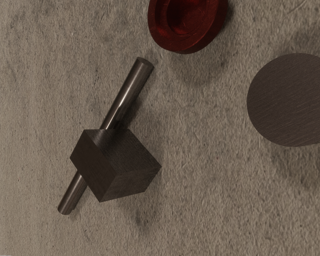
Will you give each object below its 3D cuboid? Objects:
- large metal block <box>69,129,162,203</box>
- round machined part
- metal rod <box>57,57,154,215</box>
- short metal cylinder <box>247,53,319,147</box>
[{"bbox_3d":[-0.059,0.046,0.416,0.080,0.081,0.050,47,118,29],"label":"large metal block"},{"bbox_3d":[0.036,-0.135,0.363,0.098,0.042,0.097,0,90,39],"label":"round machined part"},{"bbox_3d":[-0.093,0.026,0.478,0.025,0.025,0.298,47,117,29],"label":"metal rod"},{"bbox_3d":[0.128,-0.024,0.282,0.080,0.050,0.079,0,90,39],"label":"short metal cylinder"}]
